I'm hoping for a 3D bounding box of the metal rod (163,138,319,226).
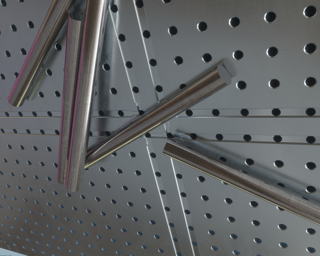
[{"bbox_3d":[0.144,0.083,0.386,0.301,0.025,0.025,23,127,13],"label":"metal rod"}]

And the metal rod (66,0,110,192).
[{"bbox_3d":[-0.104,-0.029,0.426,0.025,0.025,0.298,24,121,13],"label":"metal rod"}]

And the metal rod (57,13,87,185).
[{"bbox_3d":[-0.135,-0.022,0.466,0.025,0.025,0.298,26,128,11],"label":"metal rod"}]

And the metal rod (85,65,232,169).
[{"bbox_3d":[-0.033,0.002,0.427,0.299,0.025,0.025,-30,102,37],"label":"metal rod"}]

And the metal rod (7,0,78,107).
[{"bbox_3d":[-0.148,-0.123,0.410,0.025,0.025,0.299,45,129,-4],"label":"metal rod"}]
